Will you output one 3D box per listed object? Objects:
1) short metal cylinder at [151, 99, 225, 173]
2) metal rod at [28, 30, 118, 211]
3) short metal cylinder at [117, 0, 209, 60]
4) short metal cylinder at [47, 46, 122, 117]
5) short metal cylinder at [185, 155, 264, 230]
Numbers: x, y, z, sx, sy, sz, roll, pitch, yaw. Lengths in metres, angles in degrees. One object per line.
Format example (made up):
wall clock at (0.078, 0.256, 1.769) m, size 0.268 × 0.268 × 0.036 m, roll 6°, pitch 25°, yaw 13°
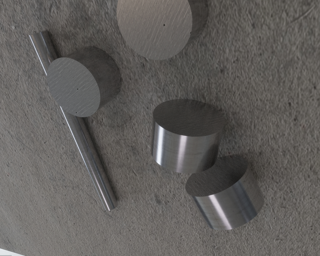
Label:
short metal cylinder at (0.031, 0.007, 0.360) m, size 0.080 × 0.080 × 0.050 m, roll 17°, pitch 125°, yaw 18°
metal rod at (-0.124, 0.003, 0.474) m, size 0.025 × 0.025 × 0.298 m, roll -3°, pitch 117°, yaw 29°
short metal cylinder at (0.003, -0.116, 0.317) m, size 0.080 × 0.050 × 0.079 m, roll 13°, pitch 124°, yaw 21°
short metal cylinder at (-0.098, -0.061, 0.405) m, size 0.080 × 0.050 × 0.079 m, roll 13°, pitch 124°, yaw 21°
short metal cylinder at (0.078, 0.077, 0.378) m, size 0.080 × 0.080 × 0.050 m, roll -18°, pitch 109°, yaw 35°
